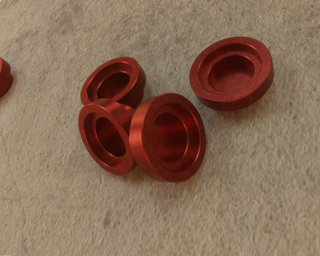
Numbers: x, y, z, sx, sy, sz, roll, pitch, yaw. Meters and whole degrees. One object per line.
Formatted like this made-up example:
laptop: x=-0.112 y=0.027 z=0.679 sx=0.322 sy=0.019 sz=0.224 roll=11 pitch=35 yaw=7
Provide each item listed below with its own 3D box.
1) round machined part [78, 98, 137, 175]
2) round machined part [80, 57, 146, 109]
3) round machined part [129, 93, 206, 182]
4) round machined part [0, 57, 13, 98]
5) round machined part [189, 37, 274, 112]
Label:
round machined part: x=-0.055 y=0.007 z=0.392 sx=0.098 sy=0.097 sz=0.042 roll=19 pitch=37 yaw=35
round machined part: x=-0.063 y=-0.054 z=0.453 sx=0.098 sy=0.042 sz=0.098 roll=-16 pitch=49 yaw=20
round machined part: x=0.005 y=0.012 z=0.351 sx=0.042 sy=0.098 sz=0.098 roll=-10 pitch=55 yaw=47
round machined part: x=-0.339 y=-0.094 z=0.625 sx=0.098 sy=0.042 sz=0.098 roll=-13 pitch=56 yaw=20
round machined part: x=0.090 y=-0.062 z=0.383 sx=0.098 sy=0.042 sz=0.098 roll=-13 pitch=56 yaw=20
